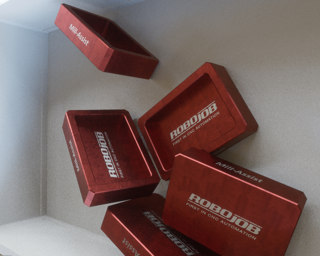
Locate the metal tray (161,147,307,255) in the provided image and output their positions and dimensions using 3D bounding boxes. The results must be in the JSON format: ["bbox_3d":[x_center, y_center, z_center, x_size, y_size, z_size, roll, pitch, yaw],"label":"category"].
[{"bbox_3d":[0.070,0.085,0.323,0.130,0.030,0.089,22,112,27],"label":"metal tray"}]

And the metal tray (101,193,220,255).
[{"bbox_3d":[0.006,0.132,0.359,0.130,0.091,0.030,34,113,35],"label":"metal tray"}]

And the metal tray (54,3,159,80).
[{"bbox_3d":[-0.073,-0.118,0.424,0.130,0.091,0.030,46,118,30],"label":"metal tray"}]

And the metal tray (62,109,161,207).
[{"bbox_3d":[-0.066,0.031,0.400,0.130,0.091,0.030,62,141,35],"label":"metal tray"}]

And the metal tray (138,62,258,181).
[{"bbox_3d":[0.038,-0.004,0.371,0.130,0.030,0.090,-38,67,33],"label":"metal tray"}]
